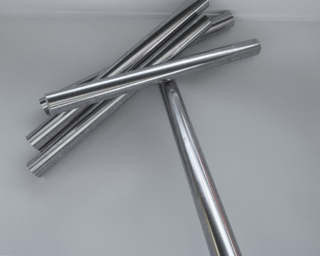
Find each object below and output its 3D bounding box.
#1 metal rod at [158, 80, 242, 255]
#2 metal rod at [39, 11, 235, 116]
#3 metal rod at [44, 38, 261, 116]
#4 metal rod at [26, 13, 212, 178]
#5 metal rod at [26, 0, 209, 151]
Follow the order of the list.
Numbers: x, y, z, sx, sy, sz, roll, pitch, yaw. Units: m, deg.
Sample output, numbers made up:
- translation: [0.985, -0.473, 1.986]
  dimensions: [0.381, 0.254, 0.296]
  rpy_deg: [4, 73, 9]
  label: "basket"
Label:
- translation: [0.033, 0.024, 0.337]
  dimensions: [0.025, 0.025, 0.300]
  rpy_deg: [-11, 46, -4]
  label: "metal rod"
- translation: [-0.026, -0.097, 0.444]
  dimensions: [0.302, 0.025, 0.025]
  rpy_deg: [-28, 73, -10]
  label: "metal rod"
- translation: [0.009, -0.072, 0.397]
  dimensions: [0.302, 0.025, 0.025]
  rpy_deg: [-20, 71, -23]
  label: "metal rod"
- translation: [-0.048, -0.047, 0.407]
  dimensions: [0.301, 0.025, 0.025]
  rpy_deg: [-42, 76, -7]
  label: "metal rod"
- translation: [-0.050, -0.080, 0.413]
  dimensions: [0.301, 0.025, 0.025]
  rpy_deg: [-42, 76, -8]
  label: "metal rod"
